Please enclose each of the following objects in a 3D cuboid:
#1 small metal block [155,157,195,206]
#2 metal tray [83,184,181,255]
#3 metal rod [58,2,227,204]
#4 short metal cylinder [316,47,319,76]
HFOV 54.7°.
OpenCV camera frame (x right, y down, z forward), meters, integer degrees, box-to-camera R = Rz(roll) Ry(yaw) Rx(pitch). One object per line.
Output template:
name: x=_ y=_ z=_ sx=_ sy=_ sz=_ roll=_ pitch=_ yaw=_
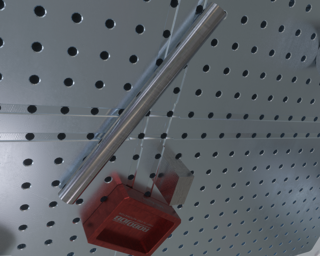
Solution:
small metal block: x=0.020 y=0.077 z=0.454 sx=0.025 sy=0.050 sz=0.050 roll=2 pitch=117 yaw=-30
metal tray: x=-0.039 y=0.148 z=0.478 sx=0.090 sy=0.030 sz=0.130 roll=-49 pitch=129 yaw=6
metal rod: x=-0.026 y=-0.024 z=0.381 sx=0.025 sy=0.025 sz=0.299 roll=34 pitch=99 yaw=-39
short metal cylinder: x=0.289 y=-0.105 z=0.469 sx=0.050 sy=0.080 sz=0.079 roll=-11 pitch=123 yaw=-22
